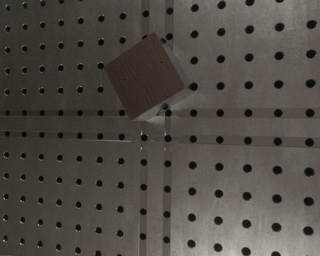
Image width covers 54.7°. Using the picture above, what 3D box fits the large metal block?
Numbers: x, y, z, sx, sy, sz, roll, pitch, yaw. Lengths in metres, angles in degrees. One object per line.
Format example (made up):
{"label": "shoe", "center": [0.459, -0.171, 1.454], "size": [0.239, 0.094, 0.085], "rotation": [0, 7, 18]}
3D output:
{"label": "large metal block", "center": [-0.013, -0.063, 0.403], "size": [0.080, 0.050, 0.080], "rotation": [-30, 80, 17]}
